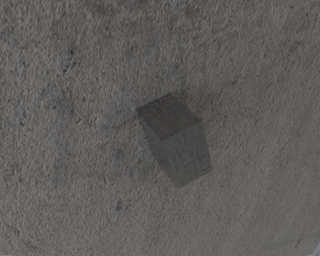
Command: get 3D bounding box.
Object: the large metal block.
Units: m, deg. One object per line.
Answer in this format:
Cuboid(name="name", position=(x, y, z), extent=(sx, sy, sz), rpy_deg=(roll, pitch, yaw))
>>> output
Cuboid(name="large metal block", position=(0.017, 0.015, 0.389), extent=(0.050, 0.080, 0.080), rpy_deg=(-27, 128, -12))
